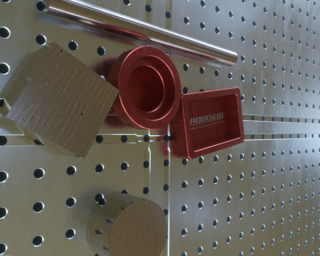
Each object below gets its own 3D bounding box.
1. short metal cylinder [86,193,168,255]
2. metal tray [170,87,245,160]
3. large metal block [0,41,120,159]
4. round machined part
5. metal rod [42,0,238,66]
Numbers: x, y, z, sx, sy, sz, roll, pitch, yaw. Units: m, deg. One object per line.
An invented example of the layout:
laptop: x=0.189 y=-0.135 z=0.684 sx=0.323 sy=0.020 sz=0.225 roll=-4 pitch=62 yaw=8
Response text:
short metal cylinder: x=-0.038 y=0.119 z=0.362 sx=0.081 sy=0.050 sz=0.079 roll=0 pitch=90 yaw=-40
metal tray: x=0.074 y=-0.011 z=0.467 sx=0.131 sy=0.030 sz=0.089 roll=-12 pitch=98 yaw=-39
large metal block: x=-0.101 y=-0.024 z=0.309 sx=0.080 sy=0.050 sz=0.080 roll=37 pitch=68 yaw=-34
round machined part: x=-0.023 y=-0.046 z=0.377 sx=0.099 sy=0.042 sz=0.097 roll=0 pitch=90 yaw=-43
metal rod: x=0.001 y=-0.120 z=0.409 sx=0.302 sy=0.025 sz=0.025 roll=3 pitch=88 yaw=-40
